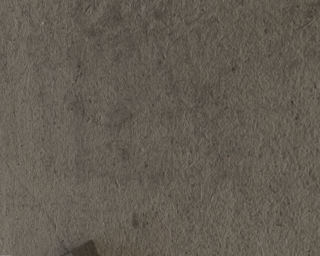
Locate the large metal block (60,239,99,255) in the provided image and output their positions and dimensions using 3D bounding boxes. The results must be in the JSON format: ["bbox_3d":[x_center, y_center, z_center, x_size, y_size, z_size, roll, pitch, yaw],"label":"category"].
[{"bbox_3d":[-0.123,0.219,0.439,0.080,0.050,0.080,-31,80,17],"label":"large metal block"}]
